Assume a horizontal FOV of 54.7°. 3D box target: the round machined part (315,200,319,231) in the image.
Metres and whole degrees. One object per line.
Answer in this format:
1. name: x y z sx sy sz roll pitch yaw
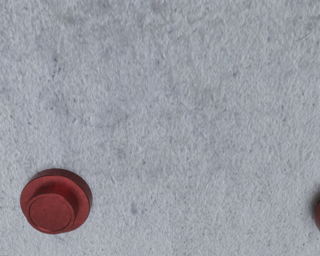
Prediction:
1. round machined part: 0.274 0.123 0.450 0.099 0.042 0.097 0 110 -1

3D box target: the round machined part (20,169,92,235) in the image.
1. round machined part: -0.149 0.110 0.439 0.099 0.042 0.097 0 110 -1
